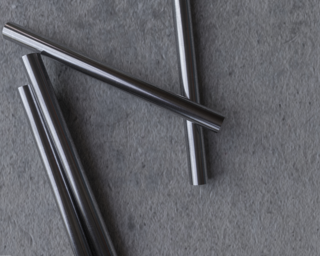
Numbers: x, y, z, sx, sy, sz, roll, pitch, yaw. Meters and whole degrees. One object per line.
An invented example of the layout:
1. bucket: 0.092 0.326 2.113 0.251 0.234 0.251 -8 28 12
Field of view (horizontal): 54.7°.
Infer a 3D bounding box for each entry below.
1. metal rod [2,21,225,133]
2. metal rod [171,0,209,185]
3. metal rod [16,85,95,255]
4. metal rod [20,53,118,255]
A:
1. metal rod: -0.062 -0.066 0.394 0.301 0.025 0.025 24 90 5
2. metal rod: 0.037 -0.075 0.410 0.025 0.025 0.298 -6 90 -1
3. metal rod: -0.127 0.088 0.408 0.025 0.025 0.298 -19 90 0
4. metal rod: -0.113 0.049 0.401 0.025 0.025 0.298 -20 93 0
